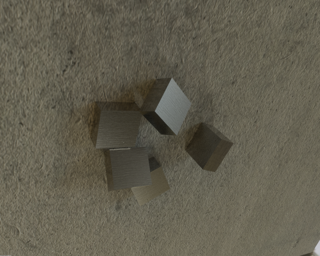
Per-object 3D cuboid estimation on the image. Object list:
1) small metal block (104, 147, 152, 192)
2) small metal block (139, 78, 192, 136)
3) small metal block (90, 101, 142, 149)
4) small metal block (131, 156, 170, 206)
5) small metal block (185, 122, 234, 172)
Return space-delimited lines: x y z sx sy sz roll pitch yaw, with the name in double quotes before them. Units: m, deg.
"small metal block" -0.042 0.053 0.399 0.050 0.025 0.050 -2 76 -27
"small metal block" 0.008 -0.026 0.380 0.050 0.025 0.050 47 58 -39
"small metal block" -0.054 -0.004 0.375 0.050 0.025 0.050 -1 119 -28
"small metal block" -0.019 0.076 0.444 0.050 0.025 0.050 -28 128 -11
"small metal block" 0.070 0.027 0.445 0.025 0.050 0.050 18 109 -35
